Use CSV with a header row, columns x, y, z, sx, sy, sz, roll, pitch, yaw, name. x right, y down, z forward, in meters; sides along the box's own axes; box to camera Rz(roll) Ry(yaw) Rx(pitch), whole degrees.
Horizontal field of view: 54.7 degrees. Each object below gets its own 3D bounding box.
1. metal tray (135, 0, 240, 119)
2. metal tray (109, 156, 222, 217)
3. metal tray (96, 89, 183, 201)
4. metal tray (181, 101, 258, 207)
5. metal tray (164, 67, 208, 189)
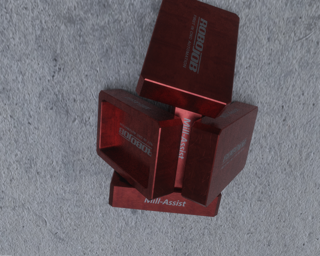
x,y,z,sx,sy,sz,roll,pitch,yaw,name
0.034,-0.082,0.332,0.091,0.130,0.030,17,150,-7,metal tray
0.006,0.070,0.402,0.131,0.090,0.030,7,110,-3,metal tray
-0.031,0.013,0.364,0.030,0.130,0.089,-9,115,-36,metal tray
0.075,0.024,0.368,0.030,0.131,0.089,18,113,29,metal tray
0.026,-0.004,0.375,0.030,0.090,0.129,7,110,-3,metal tray
